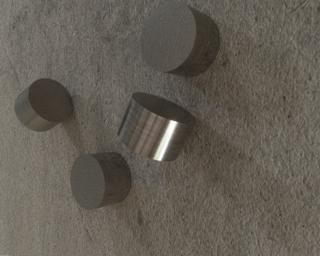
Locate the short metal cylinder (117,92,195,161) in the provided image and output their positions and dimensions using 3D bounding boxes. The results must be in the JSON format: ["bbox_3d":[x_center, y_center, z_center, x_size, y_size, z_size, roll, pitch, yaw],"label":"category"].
[{"bbox_3d":[-0.005,-0.003,0.373,0.080,0.081,0.050,37,113,34],"label":"short metal cylinder"}]

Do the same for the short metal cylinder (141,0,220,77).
[{"bbox_3d":[0.023,-0.104,0.369,0.080,0.050,0.080,0,90,40],"label":"short metal cylinder"}]

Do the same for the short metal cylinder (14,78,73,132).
[{"bbox_3d":[-0.199,-0.039,0.534,0.050,0.081,0.080,-24,75,37],"label":"short metal cylinder"}]

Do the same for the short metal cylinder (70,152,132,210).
[{"bbox_3d":[-0.089,0.077,0.462,0.080,0.050,0.080,0,90,40],"label":"short metal cylinder"}]
